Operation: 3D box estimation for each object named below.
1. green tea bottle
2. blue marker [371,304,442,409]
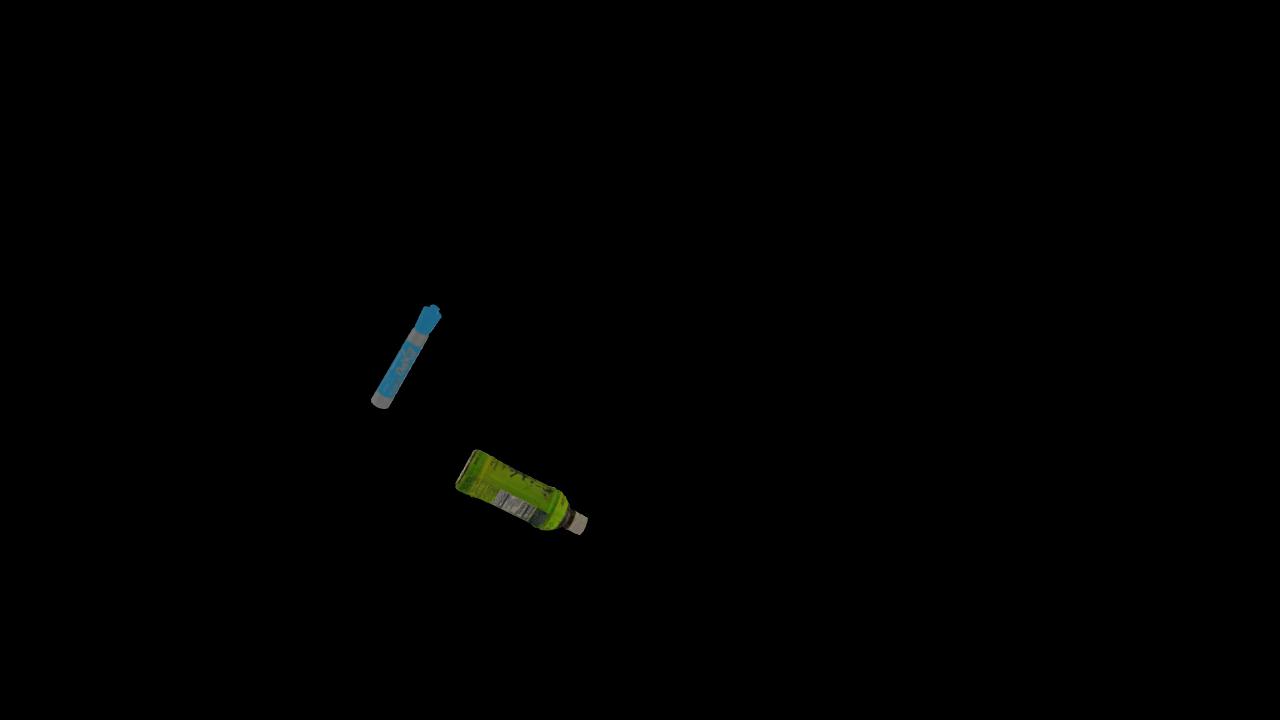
[{"bbox_3d":[-0.181,0.217,0.964,0.212,0.073,0.073,31,-7,-11],"label":"green tea bottle"},{"bbox_3d":[-0.228,-0.003,0.603,0.020,0.121,0.020,32,16,-11],"label":"blue marker"}]
